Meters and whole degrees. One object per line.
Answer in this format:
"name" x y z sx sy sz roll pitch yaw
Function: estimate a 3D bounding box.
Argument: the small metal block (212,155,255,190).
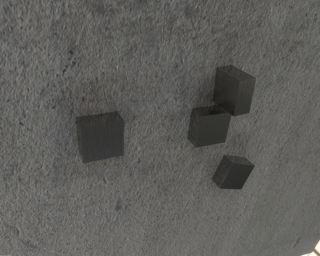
"small metal block" 0.123 0.075 0.520 0.050 0.025 0.050 10 114 -33

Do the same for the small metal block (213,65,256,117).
"small metal block" 0.097 -0.050 0.412 0.025 0.050 0.050 -12 124 -22

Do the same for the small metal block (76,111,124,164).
"small metal block" -0.072 0.011 0.374 0.050 0.025 0.050 -10 123 -23

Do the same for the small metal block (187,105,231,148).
"small metal block" 0.070 -0.003 0.443 0.050 0.025 0.050 -8 122 -24
